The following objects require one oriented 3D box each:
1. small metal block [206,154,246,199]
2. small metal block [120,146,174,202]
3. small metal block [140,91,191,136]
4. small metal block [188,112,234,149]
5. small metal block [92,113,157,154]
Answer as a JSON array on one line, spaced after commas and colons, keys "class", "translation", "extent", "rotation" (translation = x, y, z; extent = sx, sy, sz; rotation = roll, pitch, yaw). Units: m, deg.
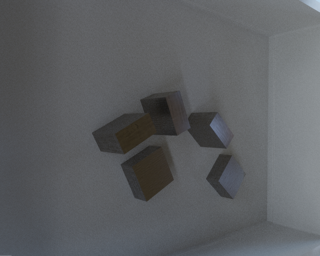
[{"class": "small metal block", "translation": [0.107, 0.078, 0.500], "extent": [0.050, 0.025, 0.050], "rotation": [50, 61, -29]}, {"class": "small metal block", "translation": [-0.015, 0.057, 0.396], "extent": [0.050, 0.025, 0.050], "rotation": [-32, 110, -35]}, {"class": "small metal block", "translation": [0.006, -0.018, 0.398], "extent": [0.025, 0.050, 0.050], "rotation": [-29, 108, -37]}, {"class": "small metal block", "translation": [0.071, 0.003, 0.453], "extent": [0.050, 0.050, 0.025], "rotation": [50, 60, -29]}, {"class": "small metal block", "translation": [-0.041, 0.005, 0.357], "extent": [0.050, 0.050, 0.025], "rotation": [-35, 112, -35]}]
